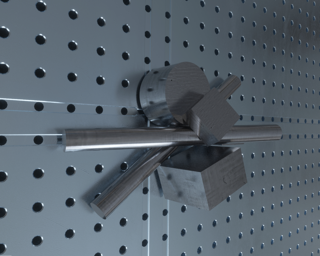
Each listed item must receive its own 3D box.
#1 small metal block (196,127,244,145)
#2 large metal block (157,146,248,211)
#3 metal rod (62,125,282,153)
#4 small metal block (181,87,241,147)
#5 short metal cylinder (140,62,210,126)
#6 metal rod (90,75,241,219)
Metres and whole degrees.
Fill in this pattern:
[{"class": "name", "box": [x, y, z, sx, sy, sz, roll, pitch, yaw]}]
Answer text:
[{"class": "small metal block", "box": [0.090, 0.012, 0.464, 0.050, 0.050, 0.025, 0, 90, -39]}, {"class": "large metal block", "box": [0.056, 0.062, 0.415, 0.081, 0.080, 0.050, -23, 105, -38]}, {"class": "metal rod", "box": [0.036, 0.010, 0.389, 0.303, 0.025, 0.025, -1, 91, -27]}, {"class": "small metal block", "box": [0.063, -0.014, 0.382, 0.050, 0.025, 0.050, 49, 59, -3]}, {"class": "short metal cylinder", "box": [0.021, -0.043, 0.406, 0.081, 0.050, 0.080, 1, 89, -40]}, {"class": "metal rod", "box": [0.026, 0.009, 0.428, 0.302, 0.025, 0.025, -42, 116, -32]}]
